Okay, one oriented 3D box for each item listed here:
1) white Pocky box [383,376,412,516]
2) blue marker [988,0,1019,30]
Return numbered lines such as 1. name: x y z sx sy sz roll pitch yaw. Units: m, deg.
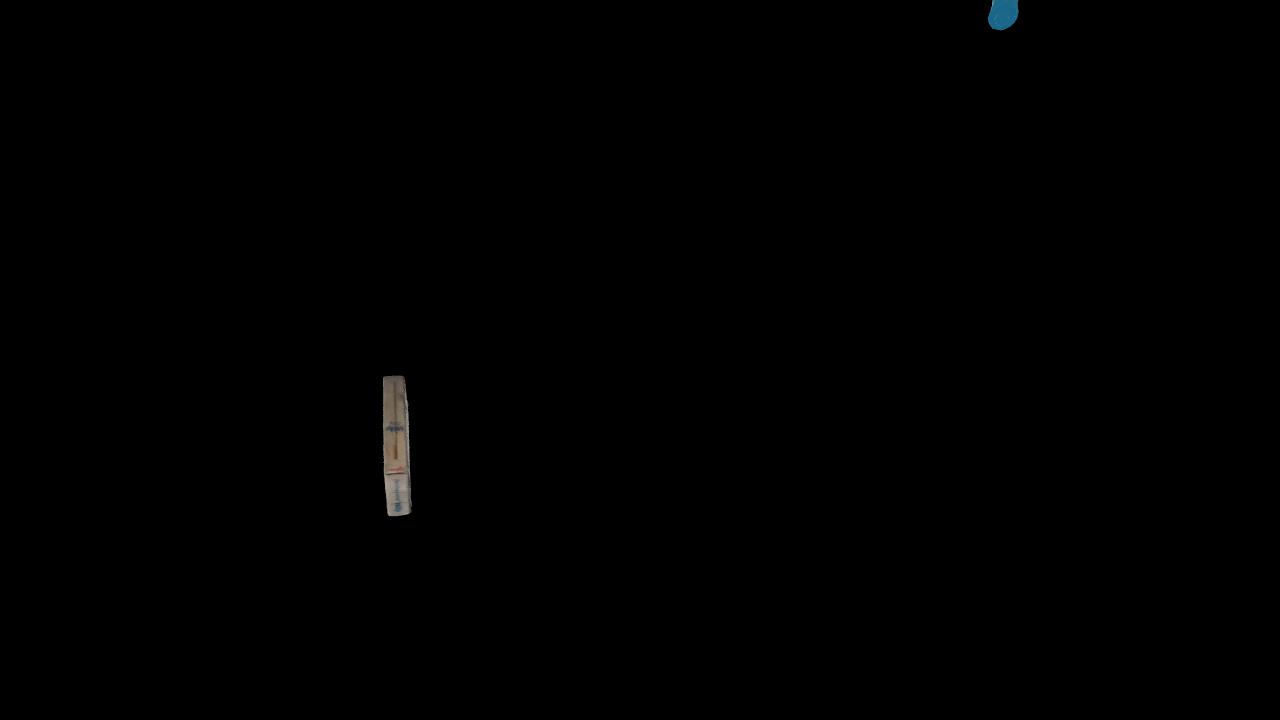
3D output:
1. white Pocky box: -0.293 0.100 0.742 0.028 0.084 0.154 -3 45 -20
2. blue marker: 0.281 -0.286 0.470 0.020 0.121 0.020 19 -35 14
